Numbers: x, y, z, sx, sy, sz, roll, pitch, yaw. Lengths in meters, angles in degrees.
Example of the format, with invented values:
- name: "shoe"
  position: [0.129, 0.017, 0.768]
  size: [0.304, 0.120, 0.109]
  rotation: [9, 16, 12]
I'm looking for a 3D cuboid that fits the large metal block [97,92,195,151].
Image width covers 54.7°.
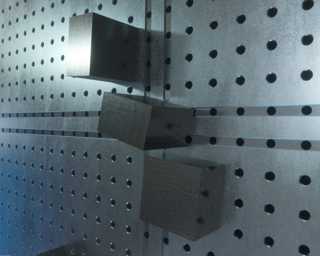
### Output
- name: "large metal block"
  position: [-0.017, -0.010, 0.386]
  size: [0.080, 0.081, 0.050]
  rotation: [19, 102, 38]

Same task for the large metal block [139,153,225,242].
- name: "large metal block"
  position: [0.025, 0.077, 0.371]
  size: [0.080, 0.050, 0.079]
  rotation: [9, 96, 39]

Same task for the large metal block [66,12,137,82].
- name: "large metal block"
  position: [-0.081, -0.109, 0.438]
  size: [0.050, 0.081, 0.079]
  rotation: [7, 94, 39]

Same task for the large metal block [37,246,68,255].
- name: "large metal block"
  position: [-0.196, 0.272, 0.552]
  size: [0.080, 0.050, 0.080]
  rotation: [-47, 62, 29]
